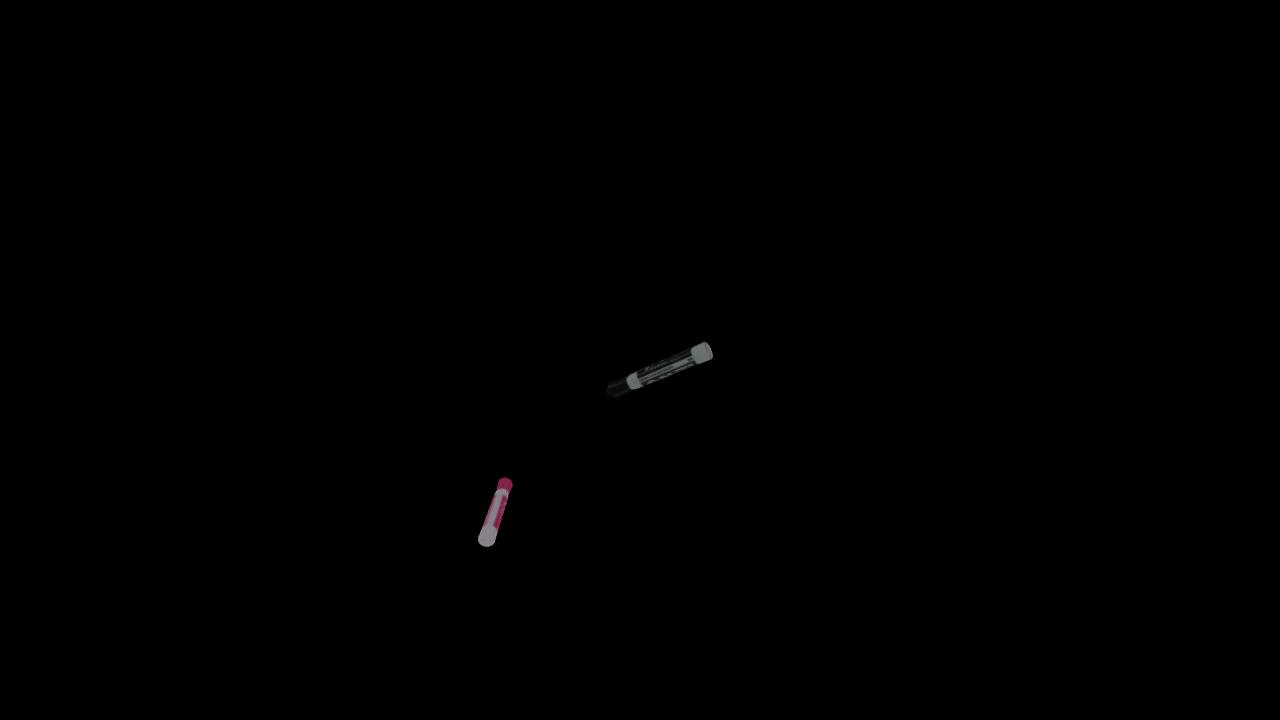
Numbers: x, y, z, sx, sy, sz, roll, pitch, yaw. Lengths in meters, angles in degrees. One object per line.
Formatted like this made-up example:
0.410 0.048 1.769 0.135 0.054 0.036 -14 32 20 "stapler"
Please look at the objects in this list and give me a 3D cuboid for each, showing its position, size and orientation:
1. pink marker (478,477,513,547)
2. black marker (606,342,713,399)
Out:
-0.169 0.176 0.729 0.020 0.020 0.121 0 20 -1 "pink marker"
0.017 0.012 0.629 0.121 0.020 0.020 -24 -10 24 "black marker"
